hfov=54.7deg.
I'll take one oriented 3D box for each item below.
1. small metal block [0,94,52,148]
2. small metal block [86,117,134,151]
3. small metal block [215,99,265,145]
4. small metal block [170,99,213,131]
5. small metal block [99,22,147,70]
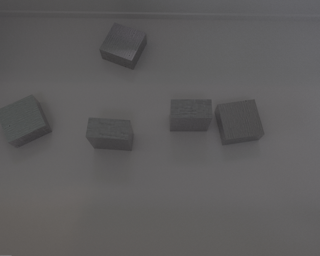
[{"bbox_3d":[-0.180,-0.009,0.411,0.050,0.025,0.050,-27,72,-9],"label":"small metal block"},{"bbox_3d":[-0.062,0.009,0.393,0.050,0.050,0.025,4,70,1],"label":"small metal block"},{"bbox_3d":[0.105,-0.007,0.413,0.050,0.025,0.050,-8,70,-3],"label":"small metal block"},{"bbox_3d":[0.039,-0.015,0.402,0.050,0.050,0.025,0,70,0],"label":"small metal block"},{"bbox_3d":[-0.053,-0.120,0.453,0.050,0.025,0.050,21,71,7],"label":"small metal block"}]
